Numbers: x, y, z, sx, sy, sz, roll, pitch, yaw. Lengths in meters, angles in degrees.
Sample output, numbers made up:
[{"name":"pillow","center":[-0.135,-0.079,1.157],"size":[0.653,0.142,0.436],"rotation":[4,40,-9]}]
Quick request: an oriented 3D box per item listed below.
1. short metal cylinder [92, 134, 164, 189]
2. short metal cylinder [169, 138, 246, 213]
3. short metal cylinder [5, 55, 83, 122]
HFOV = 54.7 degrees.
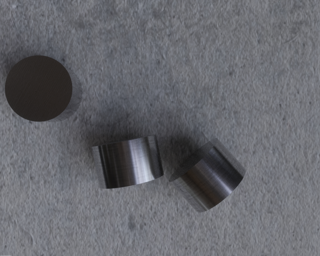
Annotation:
[{"name":"short metal cylinder","center":[-0.039,0.040,0.382],"size":[0.080,0.080,0.050],"rotation":[-11,90,0]},{"name":"short metal cylinder","center":[0.058,0.057,0.383],"size":[0.080,0.080,0.050],"rotation":[-42,90,0]},{"name":"short metal cylinder","center":[-0.145,-0.047,0.396],"size":[0.081,0.050,0.079],"rotation":[0,90,-1]}]
